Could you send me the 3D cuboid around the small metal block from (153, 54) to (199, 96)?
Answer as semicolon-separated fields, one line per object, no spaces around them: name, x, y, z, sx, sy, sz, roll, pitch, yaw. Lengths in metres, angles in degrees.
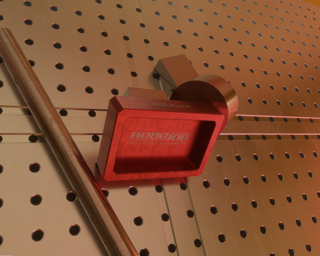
small metal block;0.026;-0.082;0.472;0.050;0.025;0.050;-21;73;-36

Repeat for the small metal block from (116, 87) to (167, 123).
small metal block;-0.024;-0.025;0.395;0.050;0.050;0.025;2;61;-27

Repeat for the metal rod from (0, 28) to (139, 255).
metal rod;-0.112;0.011;0.341;0.025;0.025;0.299;-24;75;-36

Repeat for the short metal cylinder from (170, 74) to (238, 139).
short metal cylinder;0.058;-0.028;0.413;0.080;0.080;0.050;48;32;5

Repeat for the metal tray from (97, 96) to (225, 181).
metal tray;0.001;0.014;0.356;0.131;0.089;0.030;2;29;-27
